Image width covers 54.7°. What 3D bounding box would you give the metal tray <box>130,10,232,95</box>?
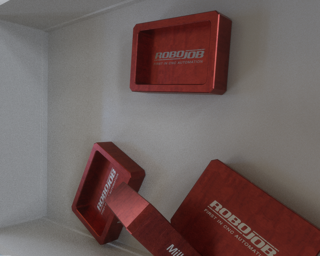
[{"bbox_3d":[0.021,-0.088,0.386,0.130,0.030,0.089,7,94,39],"label":"metal tray"}]

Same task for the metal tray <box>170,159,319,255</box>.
[{"bbox_3d":[0.085,0.103,0.316,0.130,0.030,0.090,36,93,34],"label":"metal tray"}]

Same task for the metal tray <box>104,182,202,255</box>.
[{"bbox_3d":[0.005,0.119,0.326,0.030,0.130,0.090,-45,20,-14],"label":"metal tray"}]

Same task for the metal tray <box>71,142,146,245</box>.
[{"bbox_3d":[-0.082,0.097,0.471,0.090,0.030,0.129,36,112,34],"label":"metal tray"}]
